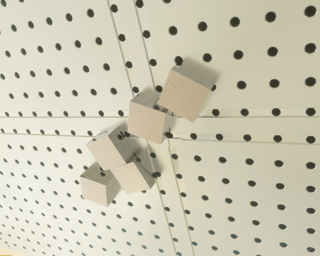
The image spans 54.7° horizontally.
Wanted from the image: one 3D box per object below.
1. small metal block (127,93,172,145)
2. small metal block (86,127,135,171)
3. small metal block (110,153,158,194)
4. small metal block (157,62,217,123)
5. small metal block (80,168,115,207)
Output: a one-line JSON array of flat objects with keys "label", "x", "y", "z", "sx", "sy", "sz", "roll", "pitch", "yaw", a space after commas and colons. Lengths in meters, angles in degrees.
[{"label": "small metal block", "x": -0.013, "y": -0.012, "z": 0.410, "sx": 0.050, "sy": 0.025, "sz": 0.050, "roll": 20, "pitch": 126, "yaw": 16}, {"label": "small metal block", "x": -0.076, "y": 0.033, "z": 0.469, "sx": 0.050, "sy": 0.025, "sz": 0.050, "roll": -21, "pitch": 108, "yaw": 35}, {"label": "small metal block", "x": -0.040, "y": 0.070, "z": 0.474, "sx": 0.050, "sy": 0.025, "sz": 0.050, "roll": -20, "pitch": 108, "yaw": 35}, {"label": "small metal block", "x": 0.031, "y": -0.042, "z": 0.368, "sx": 0.050, "sy": 0.025, "sz": 0.050, "roll": 29, "pitch": 128, "yaw": 9}, {"label": "small metal block", "x": -0.106, "y": 0.101, "z": 0.527, "sx": 0.050, "sy": 0.025, "sz": 0.050, "roll": 15, "pitch": 125, "yaw": 19}]
